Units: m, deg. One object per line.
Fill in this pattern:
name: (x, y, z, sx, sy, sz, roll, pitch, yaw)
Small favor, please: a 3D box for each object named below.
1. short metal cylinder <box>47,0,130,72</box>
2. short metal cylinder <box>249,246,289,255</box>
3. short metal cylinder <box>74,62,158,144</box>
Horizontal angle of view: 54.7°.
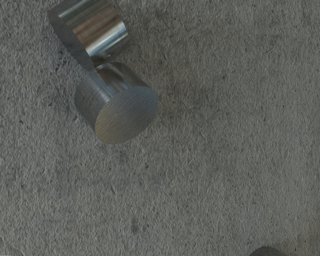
short metal cylinder: (-0.080, -0.109, 0.350, 0.050, 0.080, 0.080, -41, 103, -15)
short metal cylinder: (0.170, 0.225, 0.459, 0.081, 0.050, 0.080, 0, 90, -20)
short metal cylinder: (-0.049, -0.028, 0.355, 0.081, 0.050, 0.080, -28, 144, -22)
